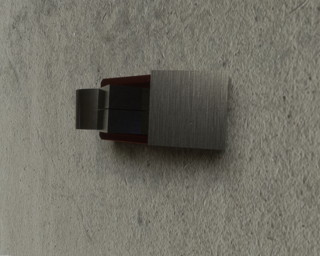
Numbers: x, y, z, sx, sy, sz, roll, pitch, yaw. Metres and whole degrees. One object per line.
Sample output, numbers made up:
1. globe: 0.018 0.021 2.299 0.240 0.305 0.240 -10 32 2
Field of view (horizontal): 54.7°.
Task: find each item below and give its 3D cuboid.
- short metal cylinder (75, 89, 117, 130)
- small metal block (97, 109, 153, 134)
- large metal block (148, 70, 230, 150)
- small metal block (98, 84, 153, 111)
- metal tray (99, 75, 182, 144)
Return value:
1. short metal cylinder: -0.071 -0.023 0.413 0.080 0.081 0.050 2 91 40
2. small metal block: -0.041 -0.007 0.355 0.050 0.050 0.025 -176 88 -66
3. large metal block: 0.034 -0.020 0.343 0.080 0.050 0.079 3 92 14
4. small metal block: -0.040 -0.033 0.355 0.050 0.050 0.025 -176 88 -66
5. metal tray: -0.029 -0.025 0.427 0.130 0.030 0.089 3 92 40
